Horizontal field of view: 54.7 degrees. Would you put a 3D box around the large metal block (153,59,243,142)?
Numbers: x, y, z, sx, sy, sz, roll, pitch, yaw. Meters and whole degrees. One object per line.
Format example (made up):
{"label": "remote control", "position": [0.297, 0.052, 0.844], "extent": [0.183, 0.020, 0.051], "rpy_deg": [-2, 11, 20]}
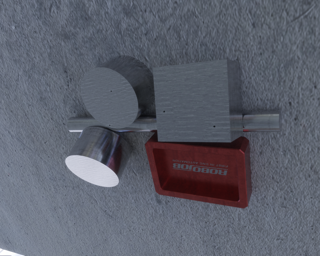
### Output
{"label": "large metal block", "position": [0.042, -0.028, 0.336], "extent": [0.080, 0.050, 0.079], "rpy_deg": [-1, 97, 28]}

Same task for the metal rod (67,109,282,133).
{"label": "metal rod", "position": [-0.002, -0.007, 0.407], "extent": [0.300, 0.025, 0.025], "rpy_deg": [-1, 118, 28]}

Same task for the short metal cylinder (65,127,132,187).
{"label": "short metal cylinder", "position": [-0.088, 0.043, 0.449], "extent": [0.080, 0.050, 0.080], "rpy_deg": [14, 144, 11]}

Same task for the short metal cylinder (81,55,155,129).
{"label": "short metal cylinder", "position": [-0.051, -0.046, 0.391], "extent": [0.080, 0.050, 0.079], "rpy_deg": [13, 123, 21]}

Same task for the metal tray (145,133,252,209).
{"label": "metal tray", "position": [0.051, 0.053, 0.410], "extent": [0.130, 0.030, 0.089], "rpy_deg": [3, 120, 26]}
